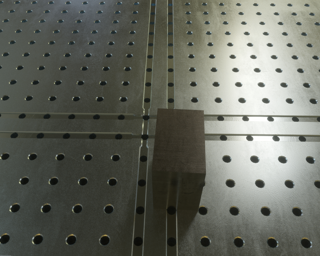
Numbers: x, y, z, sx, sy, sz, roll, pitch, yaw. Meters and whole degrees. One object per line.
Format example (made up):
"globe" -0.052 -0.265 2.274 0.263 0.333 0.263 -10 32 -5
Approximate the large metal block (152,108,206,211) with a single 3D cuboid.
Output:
"large metal block" 0.020 0.036 0.342 0.050 0.080 0.080 3 50 2
